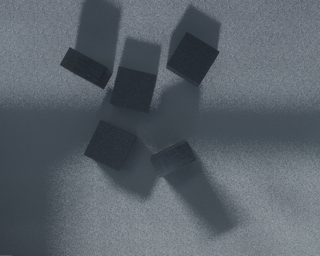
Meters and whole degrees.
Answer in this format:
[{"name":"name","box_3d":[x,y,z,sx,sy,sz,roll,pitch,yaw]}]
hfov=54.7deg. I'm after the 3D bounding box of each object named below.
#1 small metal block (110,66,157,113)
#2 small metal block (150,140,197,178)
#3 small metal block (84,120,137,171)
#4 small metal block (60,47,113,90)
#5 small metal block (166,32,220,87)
[{"name":"small metal block","box_3d":[-0.034,-0.050,0.411,0.050,0.025,0.050,14,90,-1]},{"name":"small metal block","box_3d":[0.016,0.038,0.399,0.050,0.050,0.025,-26,90,0]},{"name":"small metal block","box_3d":[-0.065,0.023,0.411,0.050,0.025,0.050,26,90,-1]},{"name":"small metal block","box_3d":[-0.093,-0.075,0.398,0.050,0.050,0.025,28,90,-1]},{"name":"small metal block","box_3d":[0.043,-0.090,0.412,0.050,0.025,0.050,31,90,-1]}]
